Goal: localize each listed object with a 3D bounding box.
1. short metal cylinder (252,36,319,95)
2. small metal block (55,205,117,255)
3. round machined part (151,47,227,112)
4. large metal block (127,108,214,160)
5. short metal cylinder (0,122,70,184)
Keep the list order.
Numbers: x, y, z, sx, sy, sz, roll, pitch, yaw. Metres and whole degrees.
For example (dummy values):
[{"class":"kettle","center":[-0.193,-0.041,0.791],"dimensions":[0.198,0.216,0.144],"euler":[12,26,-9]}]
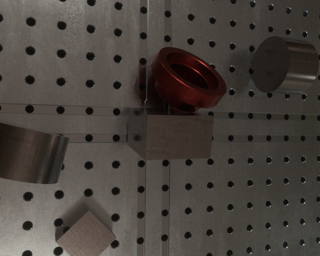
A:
[{"class":"short metal cylinder","center":[0.180,-0.090,0.452],"dimensions":[0.050,0.080,0.079],"euler":[1,90,-20]},{"class":"small metal block","center":[-0.091,0.133,0.380],"dimensions":[0.050,0.025,0.050],"euler":[-43,104,-15]},{"class":"round machined part","center":[0.033,-0.058,0.398],"dimensions":[0.099,0.098,0.042],"euler":[19,127,-19]},{"class":"large metal block","center":[0.010,0.005,0.385],"dimensions":[0.081,0.080,0.050],"euler":[1,99,-20]},{"class":"short metal cylinder","center":[-0.144,0.025,0.331],"dimensions":[0.081,0.080,0.050],"euler":[15,85,-20]}]
